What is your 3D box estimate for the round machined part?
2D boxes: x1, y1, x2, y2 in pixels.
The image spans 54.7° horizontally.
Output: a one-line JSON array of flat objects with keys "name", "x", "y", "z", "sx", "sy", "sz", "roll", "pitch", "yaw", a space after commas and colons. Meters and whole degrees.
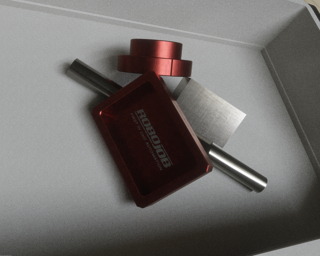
[{"name": "round machined part", "x": -0.006, "y": -0.093, "z": 0.410, "sx": 0.099, "sy": 0.098, "sz": 0.042, "roll": -2, "pitch": 103, "yaw": -30}]

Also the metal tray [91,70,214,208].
[{"name": "metal tray", "x": -0.011, "y": 0.012, "z": 0.352, "sx": 0.130, "sy": 0.090, "sz": 0.030, "roll": 61, "pitch": 13, "yaw": 15}]

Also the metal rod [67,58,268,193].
[{"name": "metal rod", "x": 0.015, "y": 0.001, "z": 0.413, "sx": 0.301, "sy": 0.025, "sz": 0.025, "roll": 32, "pitch": 51, "yaw": -8}]

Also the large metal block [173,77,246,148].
[{"name": "large metal block", "x": 0.055, "y": -0.024, "z": 0.409, "sx": 0.080, "sy": 0.050, "sz": 0.080, "roll": 32, "pitch": 9, "yaw": -8}]

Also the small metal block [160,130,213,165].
[{"name": "small metal block", "x": 0.030, "y": 0.024, "z": 0.390, "sx": 0.050, "sy": 0.050, "sz": 0.025, "roll": 33, "pitch": 51, "yaw": -7}]
